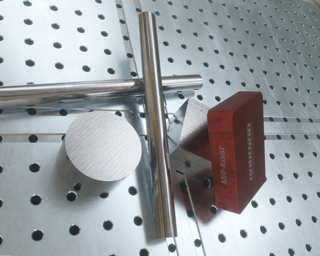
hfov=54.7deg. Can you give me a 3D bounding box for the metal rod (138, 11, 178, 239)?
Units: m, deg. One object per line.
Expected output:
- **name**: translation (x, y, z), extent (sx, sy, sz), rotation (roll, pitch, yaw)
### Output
- **metal rod**: translation (-0.006, -0.019, 0.391), extent (0.025, 0.025, 0.299), rotation (5, 67, -26)

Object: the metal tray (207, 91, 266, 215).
- **metal tray**: translation (0.099, 0.028, 0.384), extent (0.091, 0.030, 0.129), rotation (-30, 118, -46)

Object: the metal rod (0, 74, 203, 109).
- **metal rod**: translation (-0.067, -0.050, 0.402), extent (0.303, 0.025, 0.025), rotation (-9, 67, -32)

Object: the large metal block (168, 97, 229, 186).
- **large metal block**: translation (0.055, 0.019, 0.410), extent (0.080, 0.050, 0.080), rotation (25, 53, -13)

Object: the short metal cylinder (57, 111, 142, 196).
- **short metal cylinder**: translation (-0.067, 0.028, 0.339), extent (0.081, 0.050, 0.080), rotation (14, 56, -21)
